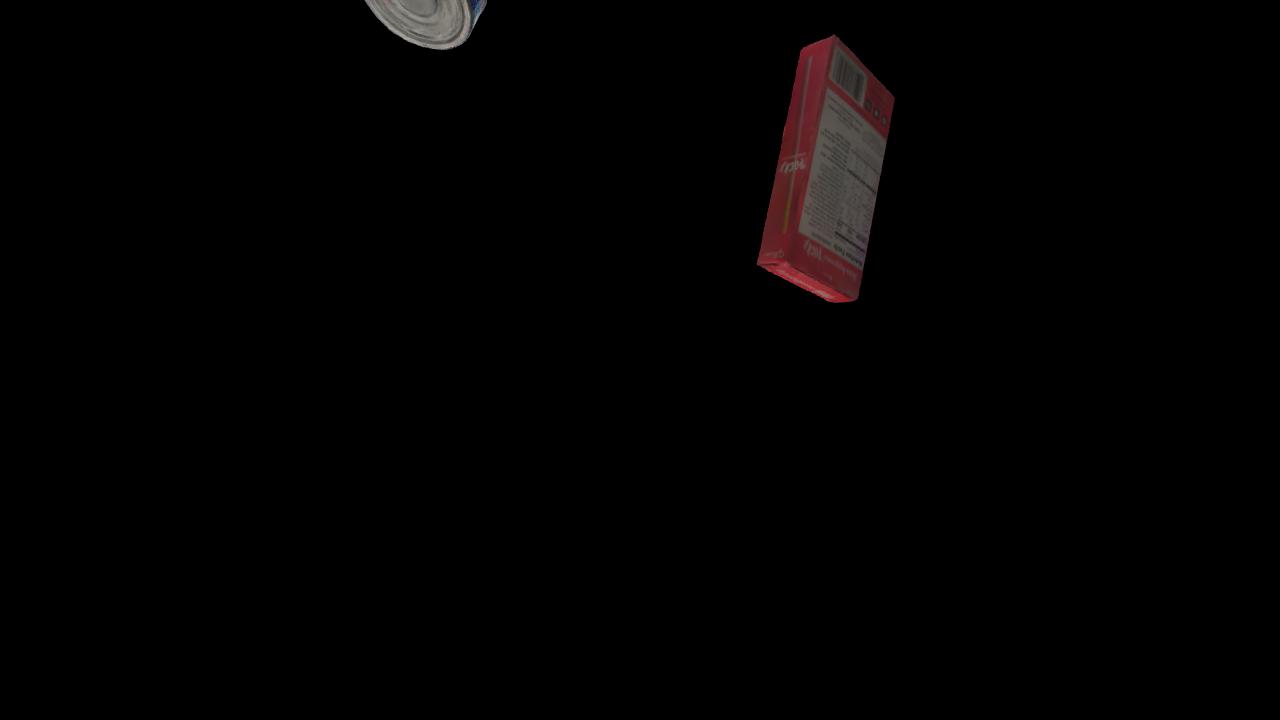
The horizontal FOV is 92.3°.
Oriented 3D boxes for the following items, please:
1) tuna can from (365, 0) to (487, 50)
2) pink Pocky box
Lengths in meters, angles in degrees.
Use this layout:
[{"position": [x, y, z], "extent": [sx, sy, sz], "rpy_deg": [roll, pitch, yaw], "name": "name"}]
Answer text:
[{"position": [-0.150, -0.259, 0.423], "extent": [0.084, 0.034, 0.084], "rpy_deg": [11, -23, 5], "name": "tuna can"}, {"position": [0.128, -0.124, 0.417], "extent": [0.084, 0.155, 0.029], "rpy_deg": [16, -7, -39], "name": "pink Pocky box"}]
